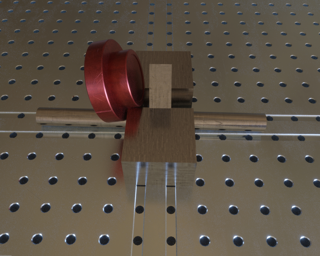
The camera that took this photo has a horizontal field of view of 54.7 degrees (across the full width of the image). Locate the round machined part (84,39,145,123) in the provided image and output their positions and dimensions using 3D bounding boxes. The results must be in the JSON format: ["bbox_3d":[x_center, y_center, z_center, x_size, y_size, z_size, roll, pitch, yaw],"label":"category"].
[{"bbox_3d":[-0.048,-0.057,0.370,0.042,0.098,0.098,-6,49,14],"label":"round machined part"}]

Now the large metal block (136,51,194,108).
[{"bbox_3d":[0.004,-0.066,0.447,0.081,0.050,0.080,1,50,0],"label":"large metal block"}]

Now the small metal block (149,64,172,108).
[{"bbox_3d":[0.001,-0.050,0.376,0.025,0.050,0.050,1,6,0],"label":"small metal block"}]

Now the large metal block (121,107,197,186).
[{"bbox_3d":[0.000,0.022,0.373,0.080,0.050,0.080,1,50,1],"label":"large metal block"}]

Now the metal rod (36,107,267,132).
[{"bbox_3d":[-0.012,-0.011,0.417,0.302,0.025,0.025,2,50,1],"label":"metal rod"}]
